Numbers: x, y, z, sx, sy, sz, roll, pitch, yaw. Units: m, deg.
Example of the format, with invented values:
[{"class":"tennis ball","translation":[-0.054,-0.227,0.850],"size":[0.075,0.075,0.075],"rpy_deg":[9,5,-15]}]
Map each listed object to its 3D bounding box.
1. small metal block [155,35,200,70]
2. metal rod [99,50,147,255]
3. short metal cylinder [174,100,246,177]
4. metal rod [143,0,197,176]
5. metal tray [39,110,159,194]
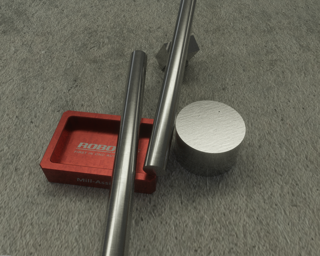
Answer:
[{"class":"small metal block","translation":[0.026,-0.116,0.482],"size":[0.050,0.050,0.025],"rpy_deg":[-22,87,-18]},{"class":"metal rod","translation":[-0.036,0.012,0.352],"size":[0.025,0.025,0.300],"rpy_deg":[2,50,1]},{"class":"short metal cylinder","translation":[0.058,0.012,0.378],"size":[0.081,0.050,0.080],"rpy_deg":[0,50,0]},{"class":"metal rod","translation":[0.020,-0.078,0.408],"size":[0.025,0.025,0.300],"rpy_deg":[8,57,6]},{"class":"metal tray","translation":[-0.064,0.026,0.376],"size":[0.131,0.030,0.090],"rpy_deg":[6,50,4]}]
